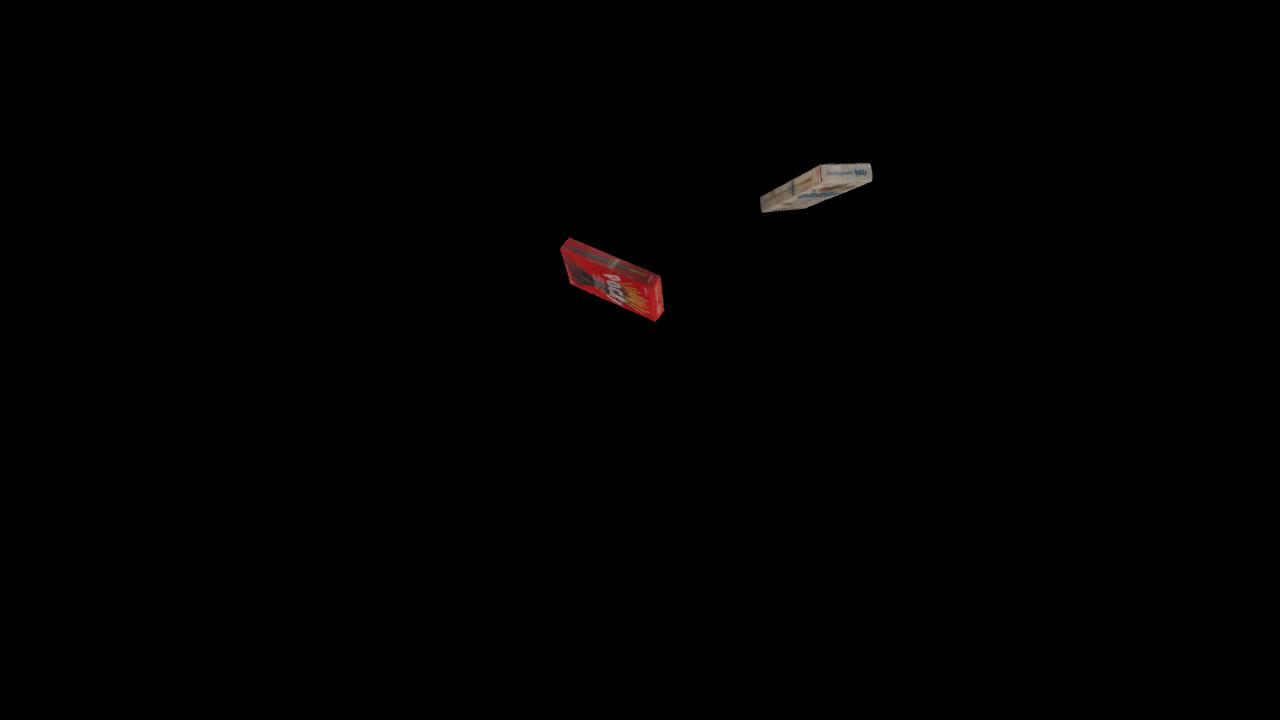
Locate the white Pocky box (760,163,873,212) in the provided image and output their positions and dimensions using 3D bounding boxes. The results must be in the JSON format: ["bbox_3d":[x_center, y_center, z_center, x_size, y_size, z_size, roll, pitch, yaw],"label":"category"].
[{"bbox_3d":[0.244,-0.242,0.869,0.084,0.028,0.154,-9,2,-19],"label":"white Pocky box"}]

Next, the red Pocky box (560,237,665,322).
[{"bbox_3d":[-0.040,-0.114,0.875,0.155,0.028,0.083,25,-26,21],"label":"red Pocky box"}]
